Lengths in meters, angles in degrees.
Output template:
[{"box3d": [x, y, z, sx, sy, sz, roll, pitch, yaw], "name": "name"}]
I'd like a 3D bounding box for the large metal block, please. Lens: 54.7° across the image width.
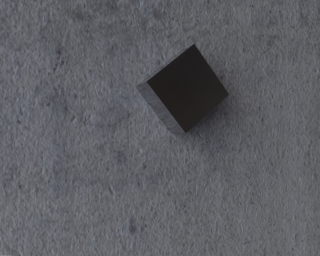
[{"box3d": [0.029, -0.049, 0.407, 0.080, 0.050, 0.080, -41, 103, -16], "name": "large metal block"}]
